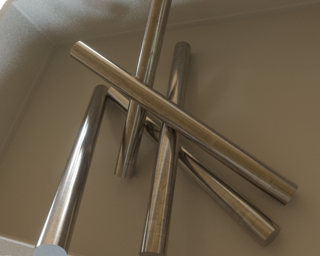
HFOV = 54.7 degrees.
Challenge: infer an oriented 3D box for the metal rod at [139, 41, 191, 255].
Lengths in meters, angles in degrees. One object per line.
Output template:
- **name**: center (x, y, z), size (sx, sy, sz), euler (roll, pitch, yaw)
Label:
- **metal rod**: center (0.014, -0.002, 0.369), size (0.025, 0.025, 0.300), euler (-9, 48, 23)

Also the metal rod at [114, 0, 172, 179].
- **metal rod**: center (-0.014, -0.085, 0.388), size (0.025, 0.025, 0.298), euler (15, 94, 34)

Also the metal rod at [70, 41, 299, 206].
- **metal rod**: center (0.011, -0.017, 0.348), size (0.300, 0.025, 0.025), euler (36, 81, 18)

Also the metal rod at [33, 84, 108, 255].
- **metal rod**: center (-0.088, 0.019, 0.364), size (0.025, 0.025, 0.300), euler (-25, 28, 13)

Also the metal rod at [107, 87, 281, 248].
- **metal rod**: center (0.017, 0.024, 0.382), size (0.025, 0.025, 0.300), euler (-45, 51, -3)
